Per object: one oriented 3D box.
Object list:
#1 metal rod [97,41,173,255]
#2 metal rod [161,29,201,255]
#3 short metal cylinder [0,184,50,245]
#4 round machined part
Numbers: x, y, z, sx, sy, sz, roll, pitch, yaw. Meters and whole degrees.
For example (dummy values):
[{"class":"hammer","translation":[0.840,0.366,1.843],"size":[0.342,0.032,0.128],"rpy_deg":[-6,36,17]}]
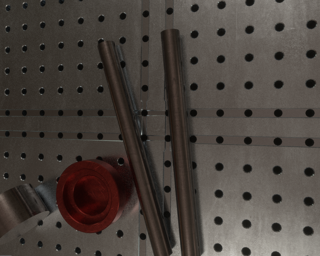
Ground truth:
[{"class":"metal rod","translation":[-0.036,0.025,0.424],"size":[0.025,0.025,0.298],"rpy_deg":[-18,84,19]},{"class":"metal rod","translation":[0.027,0.022,0.402],"size":[0.025,0.025,0.298],"rpy_deg":[-6,88,19]},{"class":"short metal cylinder","translation":[-0.213,0.127,0.457],"size":[0.080,0.080,0.050],"rpy_deg":[-41,78,15]},{"class":"round machined part","translation":[-0.092,0.092,0.435],"size":[0.098,0.042,0.097],"rpy_deg":[0,90,19]}]
